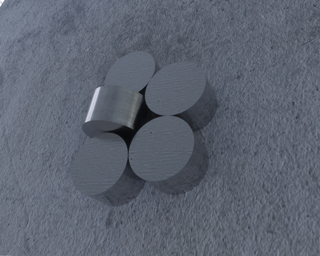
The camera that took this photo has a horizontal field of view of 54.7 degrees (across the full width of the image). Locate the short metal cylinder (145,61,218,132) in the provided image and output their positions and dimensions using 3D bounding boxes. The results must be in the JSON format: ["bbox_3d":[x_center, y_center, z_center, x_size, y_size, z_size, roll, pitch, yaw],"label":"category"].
[{"bbox_3d":[0.028,-0.038,0.397,0.080,0.050,0.080,-13,57,21],"label":"short metal cylinder"}]

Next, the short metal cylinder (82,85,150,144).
[{"bbox_3d":[-0.056,-0.012,0.407,0.080,0.080,0.050,-3,61,27],"label":"short metal cylinder"}]

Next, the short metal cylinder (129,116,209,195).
[{"bbox_3d":[0.011,0.032,0.363,0.080,0.050,0.080,-14,56,22],"label":"short metal cylinder"}]

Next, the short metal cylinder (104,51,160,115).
[{"bbox_3d":[-0.032,-0.062,0.444,0.080,0.050,0.080,-14,56,21],"label":"short metal cylinder"}]

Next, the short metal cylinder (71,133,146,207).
[{"bbox_3d":[-0.062,0.053,0.390,0.080,0.050,0.080,-14,56,21],"label":"short metal cylinder"}]
